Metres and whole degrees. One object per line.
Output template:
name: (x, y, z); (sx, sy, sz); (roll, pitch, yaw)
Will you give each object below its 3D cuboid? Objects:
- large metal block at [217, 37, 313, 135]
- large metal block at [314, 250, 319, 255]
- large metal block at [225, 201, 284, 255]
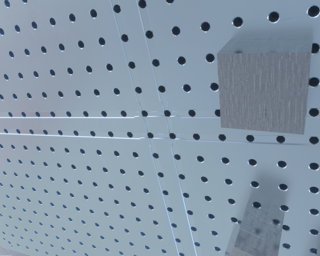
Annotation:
large metal block: (0.106, -0.044, 0.312); (0.080, 0.050, 0.080); (5, 121, 25)
large metal block: (0.236, 0.219, 0.406); (0.080, 0.050, 0.079); (15, 125, 20)
large metal block: (0.120, 0.161, 0.412); (0.050, 0.080, 0.079); (22, 127, 15)
